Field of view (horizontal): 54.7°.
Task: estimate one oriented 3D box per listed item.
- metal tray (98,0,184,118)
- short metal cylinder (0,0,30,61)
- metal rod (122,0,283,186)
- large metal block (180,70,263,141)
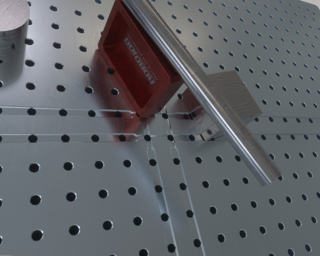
[{"bbox_3d":[-0.028,-0.090,0.406,0.030,0.090,0.130,-22,74,-36],"label":"metal tray"},{"bbox_3d":[-0.198,-0.126,0.362,0.081,0.050,0.080,14,56,-21],"label":"short metal cylinder"},{"bbox_3d":[0.031,-0.066,0.348,0.025,0.025,0.299,-27,77,-37],"label":"metal rod"},{"bbox_3d":[0.091,-0.035,0.463,0.081,0.050,0.080,-16,70,-34],"label":"large metal block"}]
